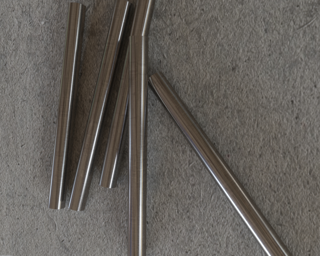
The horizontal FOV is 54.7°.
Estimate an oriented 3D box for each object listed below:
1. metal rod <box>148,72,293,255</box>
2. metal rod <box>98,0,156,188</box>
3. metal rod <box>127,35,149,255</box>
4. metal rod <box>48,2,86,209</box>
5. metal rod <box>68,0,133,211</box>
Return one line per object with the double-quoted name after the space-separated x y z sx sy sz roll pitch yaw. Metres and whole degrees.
0.075 0.055 0.382 0.025 0.025 0.299 -37 78 16 "metal rod"
-0.042 -0.065 0.423 0.025 0.025 0.298 14 95 19 "metal rod"
-0.029 0.033 0.407 0.025 0.025 0.298 3 95 20 "metal rod"
-0.138 -0.030 0.457 0.025 0.025 0.298 8 93 20 "metal rod"
-0.085 -0.028 0.439 0.025 0.025 0.298 16 95 19 "metal rod"
